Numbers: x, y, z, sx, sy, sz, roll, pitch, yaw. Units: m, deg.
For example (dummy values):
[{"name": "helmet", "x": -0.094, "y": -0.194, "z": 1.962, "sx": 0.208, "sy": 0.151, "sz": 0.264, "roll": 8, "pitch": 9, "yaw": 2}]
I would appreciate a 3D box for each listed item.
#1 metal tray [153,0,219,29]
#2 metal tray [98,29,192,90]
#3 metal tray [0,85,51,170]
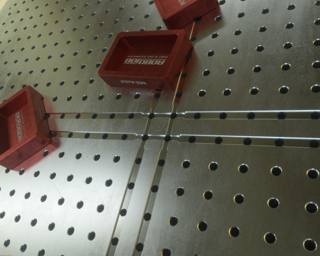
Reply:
[{"name": "metal tray", "x": 0.034, "y": -0.231, "z": 0.529, "sx": 0.090, "sy": 0.030, "sz": 0.130, "roll": -27, "pitch": 52, "yaw": 11}, {"name": "metal tray", "x": -0.025, "y": -0.108, "z": 0.485, "sx": 0.130, "sy": 0.030, "sz": 0.090, "roll": 9, "pitch": 66, "yaw": 32}, {"name": "metal tray", "x": -0.244, "y": -0.004, "z": 0.537, "sx": 0.090, "sy": 0.030, "sz": 0.130, "roll": -33, "pitch": 51, "yaw": 6}]
